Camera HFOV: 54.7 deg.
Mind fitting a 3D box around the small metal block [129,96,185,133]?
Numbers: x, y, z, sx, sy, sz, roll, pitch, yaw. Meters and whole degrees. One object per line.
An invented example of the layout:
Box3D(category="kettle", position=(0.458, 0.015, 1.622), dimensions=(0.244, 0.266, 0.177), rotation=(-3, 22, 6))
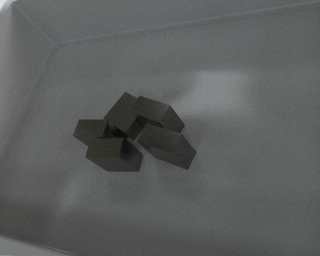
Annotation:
Box3D(category="small metal block", position=(-0.003, -0.012, 0.399), dimensions=(0.050, 0.050, 0.025), rotation=(20, 73, 35))

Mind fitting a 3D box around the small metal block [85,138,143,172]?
Box3D(category="small metal block", position=(-0.058, 0.036, 0.398), dimensions=(0.050, 0.050, 0.025), rotation=(-4, 60, 26))

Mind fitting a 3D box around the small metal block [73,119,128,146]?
Box3D(category="small metal block", position=(-0.081, 0.011, 0.425), dimensions=(0.050, 0.050, 0.025), rotation=(1, 63, 29))

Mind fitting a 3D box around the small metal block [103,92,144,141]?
Box3D(category="small metal block", position=(-0.043, -0.017, 0.439), dimensions=(0.050, 0.025, 0.050), rotation=(31, 79, 38))

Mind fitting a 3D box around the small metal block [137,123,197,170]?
Box3D(category="small metal block", position=(0.009, 0.023, 0.371), dimensions=(0.050, 0.050, 0.025), rotation=(17, 71, 34))
